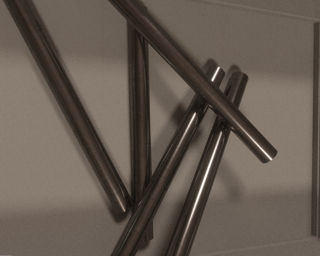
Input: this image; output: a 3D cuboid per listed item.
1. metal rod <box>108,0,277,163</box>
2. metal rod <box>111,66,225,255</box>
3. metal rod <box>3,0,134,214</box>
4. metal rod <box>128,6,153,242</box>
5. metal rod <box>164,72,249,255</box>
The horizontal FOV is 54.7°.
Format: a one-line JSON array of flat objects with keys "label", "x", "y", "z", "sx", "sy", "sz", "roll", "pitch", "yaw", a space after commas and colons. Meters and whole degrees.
[{"label": "metal rod", "x": 0.038, "y": -0.069, "z": 0.386, "sx": 0.300, "sy": 0.025, "sz": 0.025, "roll": 45, "pitch": 76, "yaw": -7}, {"label": "metal rod", "x": 0.013, "y": 0.044, "z": 0.396, "sx": 0.025, "sy": 0.025, "sz": 0.300, "roll": 34, "pitch": 71, "yaw": -17}, {"label": "metal rod", "x": -0.109, "y": -0.031, "z": 0.370, "sx": 0.025, "sy": 0.025, "sz": 0.299, "roll": -29, "pitch": 100, "yaw": -18}, {"label": "metal rod", "x": -0.025, "y": -0.006, "z": 0.402, "sx": 0.025, "sy": 0.025, "sz": 0.298, "roll": -2, "pitch": 91, "yaw": -20}, {"label": "metal rod", "x": 0.062, "y": 0.048, "z": 0.392, "sx": 0.025, "sy": 0.025, "sz": 0.300, "roll": 34, "pitch": 63, "yaw": -17}]
